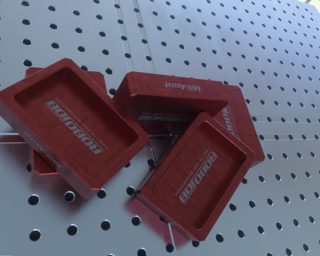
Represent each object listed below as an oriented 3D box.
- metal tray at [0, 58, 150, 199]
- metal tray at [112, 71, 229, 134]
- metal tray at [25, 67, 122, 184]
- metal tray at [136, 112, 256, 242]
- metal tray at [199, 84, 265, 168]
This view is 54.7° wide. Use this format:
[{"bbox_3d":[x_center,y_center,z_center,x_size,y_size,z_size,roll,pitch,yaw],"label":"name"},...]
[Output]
[{"bbox_3d":[-0.086,-0.004,0.321,0.130,0.030,0.090,44,50,2],"label":"metal tray"},{"bbox_3d":[0.008,-0.026,0.387,0.131,0.090,0.030,1,61,-28],"label":"metal tray"},{"bbox_3d":[-0.102,-0.006,0.355,0.091,0.030,0.130,-1,63,-29],"label":"metal tray"},{"bbox_3d":[0.046,0.056,0.373,0.090,0.030,0.130,40,68,-2],"label":"metal tray"},{"bbox_3d":[0.094,-0.006,0.460,0.091,0.030,0.130,3,61,-27],"label":"metal tray"}]
